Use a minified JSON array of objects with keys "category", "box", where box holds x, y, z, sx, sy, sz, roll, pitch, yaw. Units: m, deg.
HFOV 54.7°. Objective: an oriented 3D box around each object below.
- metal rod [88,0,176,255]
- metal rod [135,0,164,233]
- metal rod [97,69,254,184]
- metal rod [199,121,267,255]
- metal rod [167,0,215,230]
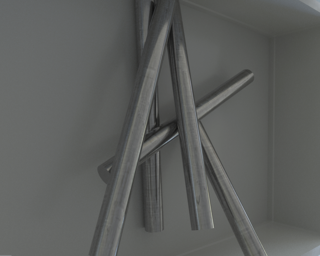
[{"category":"metal rod","box":[-0.022,-0.020,0.331,0.025,0.025,0.299,29,63,-37]},{"category":"metal rod","box":[-0.013,-0.017,0.397,0.025,0.025,0.298,-4,93,-40]},{"category":"metal rod","box":[0.043,-0.017,0.413,0.302,0.025,0.025,-34,111,-37]},{"category":"metal rod","box":[0.096,0.109,0.390,0.025,0.025,0.299,-3,60,-40]},{"category":"metal rod","box":[0.030,-0.033,0.378,0.025,0.025,0.299,8,68,-40]}]
